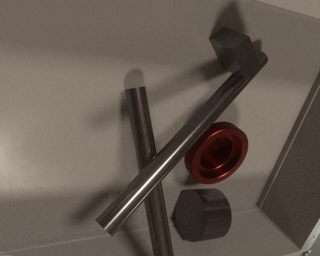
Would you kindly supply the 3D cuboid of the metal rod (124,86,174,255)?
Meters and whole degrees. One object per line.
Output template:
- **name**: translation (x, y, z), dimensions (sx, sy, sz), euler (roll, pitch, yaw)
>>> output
- **metal rod**: translation (-0.006, 0.099, 0.385), dimensions (0.025, 0.025, 0.298), euler (-12, 97, -22)

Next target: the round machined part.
- **round machined part**: translation (0.079, 0.033, 0.463), dimensions (0.099, 0.042, 0.097), euler (-14, 125, -21)

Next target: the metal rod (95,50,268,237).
- **metal rod**: translation (0.039, 0.004, 0.377), dimensions (0.301, 0.025, 0.025), euler (-46, 132, -20)

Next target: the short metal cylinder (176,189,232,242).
- **short metal cylinder**: translation (0.068, 0.139, 0.499), dimensions (0.050, 0.080, 0.079), euler (5, 116, -31)

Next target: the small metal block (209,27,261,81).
- **small metal block**: translation (0.094, -0.094, 0.388), dimensions (0.025, 0.050, 0.050), euler (-39, 130, -2)
